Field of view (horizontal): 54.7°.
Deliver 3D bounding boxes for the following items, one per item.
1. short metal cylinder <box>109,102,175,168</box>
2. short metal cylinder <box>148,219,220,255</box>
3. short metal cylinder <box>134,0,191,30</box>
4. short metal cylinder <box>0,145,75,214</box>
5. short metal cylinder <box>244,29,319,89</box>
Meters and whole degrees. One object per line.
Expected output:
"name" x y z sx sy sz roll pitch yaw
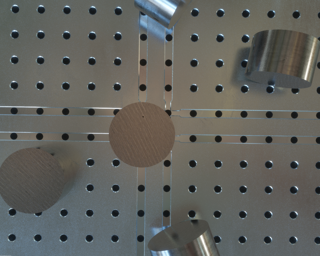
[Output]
"short metal cylinder" -0.022 0.008 0.401 0.081 0.050 0.079 0 90 -1
"short metal cylinder" 0.031 0.156 0.387 0.080 0.080 0.050 -20 90 0
"short metal cylinder" 0.011 -0.172 0.386 0.050 0.080 0.080 33 90 -1
"short metal cylinder" -0.156 0.064 0.399 0.081 0.050 0.079 0 90 -1
"short metal cylinder" 0.152 -0.084 0.388 0.080 0.080 0.050 13 90 -1
